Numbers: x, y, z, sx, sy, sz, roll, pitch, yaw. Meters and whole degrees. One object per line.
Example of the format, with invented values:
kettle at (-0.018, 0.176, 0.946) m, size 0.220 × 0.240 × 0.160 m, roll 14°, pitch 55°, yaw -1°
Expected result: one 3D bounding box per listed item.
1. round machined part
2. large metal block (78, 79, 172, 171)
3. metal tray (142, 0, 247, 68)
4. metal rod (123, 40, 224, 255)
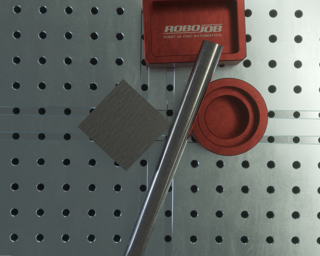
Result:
round machined part at (0.086, -0.014, 0.405) m, size 0.099 × 0.042 × 0.097 m, roll 0°, pitch 90°, yaw 0°
large metal block at (-0.043, -0.004, 0.400) m, size 0.080 × 0.050 × 0.080 m, roll 43°, pitch 90°, yaw 0°
metal tray at (0.044, -0.129, 0.410) m, size 0.131 × 0.030 × 0.089 m, roll -2°, pitch 90°, yaw 0°
metal rod at (0.011, 0.041, 0.384) m, size 0.025 × 0.025 × 0.298 m, roll 20°, pitch 101°, yaw 0°
